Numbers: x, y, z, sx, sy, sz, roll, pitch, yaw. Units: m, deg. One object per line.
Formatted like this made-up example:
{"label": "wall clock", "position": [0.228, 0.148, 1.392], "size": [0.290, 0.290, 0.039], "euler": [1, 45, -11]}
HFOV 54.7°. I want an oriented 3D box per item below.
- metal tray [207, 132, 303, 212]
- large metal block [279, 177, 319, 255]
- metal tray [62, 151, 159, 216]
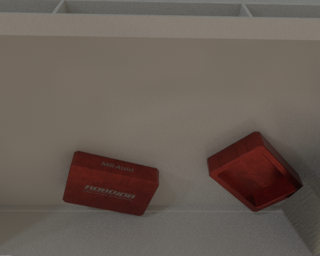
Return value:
{"label": "metal tray", "position": [0.145, 0.071, 0.468], "size": [0.090, 0.030, 0.130], "euler": [-34, 123, 25]}
{"label": "large metal block", "position": [0.228, 0.120, 0.432], "size": [0.050, 0.080, 0.080], "euler": [-17, 149, -22]}
{"label": "metal tray", "position": [-0.076, 0.089, 0.481], "size": [0.131, 0.030, 0.089], "euler": [14, 129, -13]}
